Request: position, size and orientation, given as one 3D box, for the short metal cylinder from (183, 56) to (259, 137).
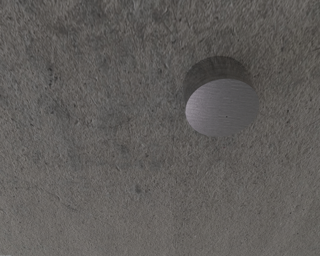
[{"bbox_3d":[0.068,-0.036,0.360,0.080,0.050,0.080,0,130,0],"label":"short metal cylinder"}]
